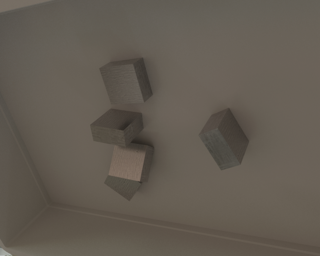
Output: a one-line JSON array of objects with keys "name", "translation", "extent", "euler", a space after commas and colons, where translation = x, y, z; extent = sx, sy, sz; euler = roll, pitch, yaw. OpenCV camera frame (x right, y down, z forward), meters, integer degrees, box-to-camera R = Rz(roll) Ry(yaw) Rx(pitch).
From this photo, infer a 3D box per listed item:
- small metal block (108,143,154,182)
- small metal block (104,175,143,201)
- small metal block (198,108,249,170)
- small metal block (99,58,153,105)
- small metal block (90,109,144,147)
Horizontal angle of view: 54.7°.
[{"name": "small metal block", "translation": [-0.040, 0.047, 0.441], "extent": [0.050, 0.025, 0.050], "euler": [7, 81, 24]}, {"name": "small metal block", "translation": [-0.053, 0.079, 0.484], "extent": [0.050, 0.025, 0.050], "euler": [34, 129, 5]}, {"name": "small metal block", "translation": [0.076, 0.012, 0.359], "extent": [0.025, 0.050, 0.050], "euler": [-25, 105, 36]}, {"name": "small metal block", "translation": [-0.042, -0.059, 0.393], "extent": [0.050, 0.025, 0.050], "euler": [-1, 118, 28]}, {"name": "small metal block", "translation": [-0.057, -0.002, 0.420], "extent": [0.050, 0.050, 0.025], "euler": [9, 122, 23]}]
